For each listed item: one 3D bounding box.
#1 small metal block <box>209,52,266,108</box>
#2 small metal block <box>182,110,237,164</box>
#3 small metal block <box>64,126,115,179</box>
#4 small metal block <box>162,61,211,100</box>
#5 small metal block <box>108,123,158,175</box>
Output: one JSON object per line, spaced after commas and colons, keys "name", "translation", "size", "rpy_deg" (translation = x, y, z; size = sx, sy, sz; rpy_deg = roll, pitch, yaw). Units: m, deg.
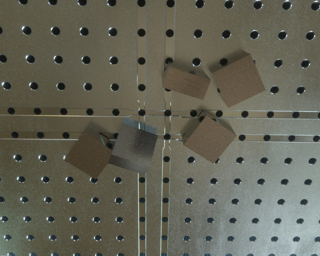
{"name": "small metal block", "translation": [0.098, -0.061, 0.392], "size": [0.050, 0.025, 0.050], "rpy_deg": [-26, 108, 9]}
{"name": "small metal block", "translation": [0.066, 0.012, 0.419], "size": [0.050, 0.025, 0.050], "rpy_deg": [32, 107, -12]}
{"name": "small metal block", "translation": [-0.093, 0.034, 0.425], "size": [0.050, 0.025, 0.050], "rpy_deg": [35, 106, -13]}
{"name": "small metal block", "translation": [0.031, -0.059, 0.379], "size": [0.050, 0.050, 0.025], "rpy_deg": [17, 109, -7]}
{"name": "small metal block", "translation": [-0.035, 0.028, 0.407], "size": [0.050, 0.050, 0.025], "rpy_deg": [19, 143, -8]}
